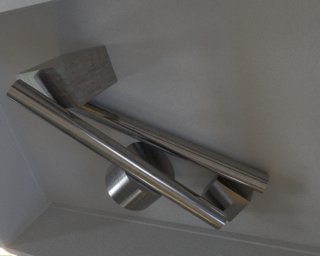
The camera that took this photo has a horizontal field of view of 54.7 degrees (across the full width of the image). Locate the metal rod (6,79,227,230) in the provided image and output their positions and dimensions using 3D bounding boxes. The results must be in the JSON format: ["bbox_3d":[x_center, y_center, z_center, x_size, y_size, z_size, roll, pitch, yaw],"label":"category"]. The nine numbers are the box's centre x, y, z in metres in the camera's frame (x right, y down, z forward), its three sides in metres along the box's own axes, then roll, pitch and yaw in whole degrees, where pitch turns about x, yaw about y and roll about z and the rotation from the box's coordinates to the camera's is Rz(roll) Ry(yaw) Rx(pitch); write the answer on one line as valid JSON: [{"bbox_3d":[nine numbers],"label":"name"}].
[{"bbox_3d":[-0.042,0.038,0.376,0.301,0.025,0.025,34,130,-11],"label":"metal rod"}]

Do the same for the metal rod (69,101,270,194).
[{"bbox_3d":[-0.005,0.014,0.417,0.301,0.025,0.025,23,127,14],"label":"metal rod"}]

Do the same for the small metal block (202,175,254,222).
[{"bbox_3d":[0.088,0.091,0.416,0.050,0.025,0.050,33,129,6],"label":"small metal block"}]

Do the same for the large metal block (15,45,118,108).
[{"bbox_3d":[-0.115,-0.063,0.392,0.080,0.080,0.050,-4,117,29],"label":"large metal block"}]

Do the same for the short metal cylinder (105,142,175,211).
[{"bbox_3d":[-0.027,0.066,0.424,0.080,0.080,0.050,42,129,-2],"label":"short metal cylinder"}]
